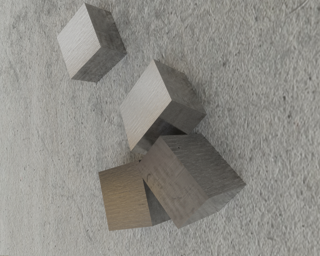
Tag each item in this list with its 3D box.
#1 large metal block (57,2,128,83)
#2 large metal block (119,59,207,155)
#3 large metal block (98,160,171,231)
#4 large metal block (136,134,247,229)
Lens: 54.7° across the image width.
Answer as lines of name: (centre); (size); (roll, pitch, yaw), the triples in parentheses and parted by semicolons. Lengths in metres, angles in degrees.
large metal block: (-0.106, -0.128, 0.476); (0.080, 0.050, 0.080); (-34, 69, 35)
large metal block: (-0.001, -0.022, 0.373); (0.080, 0.050, 0.080); (-51, 39, 28)
large metal block: (-0.031, 0.088, 0.414); (0.080, 0.050, 0.080); (-20, 77, 38)
large metal block: (0.035, 0.053, 0.340); (0.080, 0.081, 0.050); (51, 120, 27)
